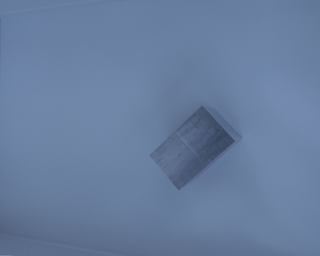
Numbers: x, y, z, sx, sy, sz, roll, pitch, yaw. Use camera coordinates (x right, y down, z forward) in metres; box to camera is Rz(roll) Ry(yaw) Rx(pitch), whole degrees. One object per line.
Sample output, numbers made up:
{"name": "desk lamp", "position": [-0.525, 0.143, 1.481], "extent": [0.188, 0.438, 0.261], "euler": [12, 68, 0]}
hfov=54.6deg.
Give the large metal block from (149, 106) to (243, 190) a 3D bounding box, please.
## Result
{"name": "large metal block", "position": [0.046, 0.022, 0.365], "extent": [0.080, 0.080, 0.050], "euler": [-44, 76, 15]}
